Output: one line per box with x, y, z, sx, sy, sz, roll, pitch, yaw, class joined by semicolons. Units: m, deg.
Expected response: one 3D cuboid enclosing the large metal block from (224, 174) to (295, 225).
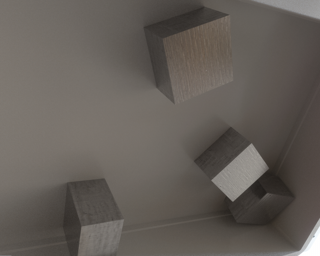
0.180;0.129;0.563;0.081;0.050;0.080;16;122;-33;large metal block

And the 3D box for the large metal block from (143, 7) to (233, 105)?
0.035;-0.085;0.361;0.081;0.050;0.080;-24;127;-14;large metal block

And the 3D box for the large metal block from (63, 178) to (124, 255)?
-0.090;0.124;0.402;0.050;0.080;0.079;-2;119;-28;large metal block

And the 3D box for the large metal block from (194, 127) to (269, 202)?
0.115;0.059;0.494;0.080;0.050;0.080;-43;130;1;large metal block
